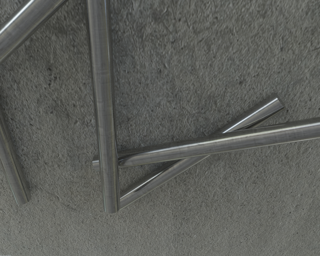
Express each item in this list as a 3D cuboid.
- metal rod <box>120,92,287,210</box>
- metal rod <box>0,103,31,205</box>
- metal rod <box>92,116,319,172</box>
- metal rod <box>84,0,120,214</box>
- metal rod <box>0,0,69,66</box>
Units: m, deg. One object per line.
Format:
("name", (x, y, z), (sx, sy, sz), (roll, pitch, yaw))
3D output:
("metal rod", (0.039, 0.046, 0.445), (0.299, 0.025, 0.025), (-36, 122, 26))
("metal rod", (-0.212, 0.000, 0.405), (0.025, 0.025, 0.298), (3, 130, -2))
("metal rod", (0.049, 0.025, 0.403), (0.301, 0.025, 0.025), (-11, 130, 18))
("metal rod", (-0.066, -0.008, 0.375), (0.025, 0.025, 0.298), (1, 123, -2))
("metal rod", (-0.164, -0.079, 0.312), (0.300, 0.025, 0.025), (-35, 122, 17))
